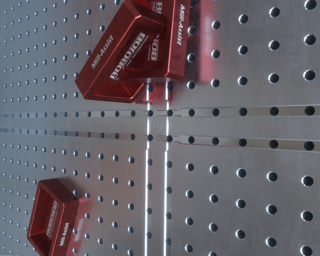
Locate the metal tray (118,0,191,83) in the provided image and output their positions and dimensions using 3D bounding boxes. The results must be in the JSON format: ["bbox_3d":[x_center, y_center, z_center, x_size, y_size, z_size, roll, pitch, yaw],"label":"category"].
[{"bbox_3d":[-0.008,-0.125,0.398,0.090,0.030,0.129,4,89,42],"label":"metal tray"}]

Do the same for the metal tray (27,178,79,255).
[{"bbox_3d":[-0.201,0.171,0.574,0.090,0.030,0.129,28,107,36],"label":"metal tray"}]

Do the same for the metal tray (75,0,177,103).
[{"bbox_3d":[-0.039,-0.089,0.400,0.129,0.091,0.030,-48,61,29],"label":"metal tray"}]
